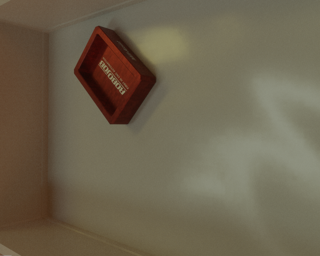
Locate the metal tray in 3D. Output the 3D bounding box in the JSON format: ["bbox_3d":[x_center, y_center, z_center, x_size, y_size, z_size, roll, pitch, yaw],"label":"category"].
[{"bbox_3d":[-0.072,-0.079,0.464,0.130,0.030,0.090,51,120,28],"label":"metal tray"}]
